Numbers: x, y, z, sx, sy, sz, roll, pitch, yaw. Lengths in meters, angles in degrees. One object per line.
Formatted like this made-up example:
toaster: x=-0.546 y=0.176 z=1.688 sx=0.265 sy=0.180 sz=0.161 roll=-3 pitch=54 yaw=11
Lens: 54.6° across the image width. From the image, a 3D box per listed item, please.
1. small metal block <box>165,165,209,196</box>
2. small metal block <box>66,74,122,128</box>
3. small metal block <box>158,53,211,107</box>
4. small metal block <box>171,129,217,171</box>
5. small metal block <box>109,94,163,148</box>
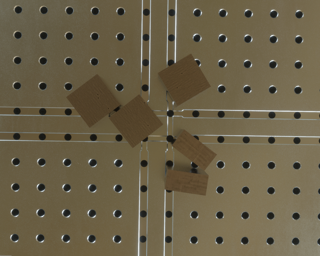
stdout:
small metal block: x=0.033 y=0.066 z=0.401 sx=0.050 sy=0.050 sz=0.025 roll=9 pitch=90 yaw=0
small metal block: x=-0.086 y=-0.035 z=0.413 sx=0.050 sy=0.025 sz=0.050 roll=-37 pitch=90 yaw=0
small metal block: x=0.032 y=-0.062 z=0.414 sx=0.050 sy=0.025 sz=0.050 roll=-31 pitch=90 yaw=0
small metal block: x=0.042 y=0.027 z=0.401 sx=0.050 sy=0.050 sz=0.025 roll=38 pitch=90 yaw=0
small metal block: x=-0.031 y=-0.009 z=0.413 sx=0.050 sy=0.025 sz=0.050 roll=-38 pitch=90 yaw=0
